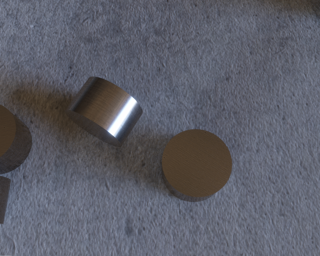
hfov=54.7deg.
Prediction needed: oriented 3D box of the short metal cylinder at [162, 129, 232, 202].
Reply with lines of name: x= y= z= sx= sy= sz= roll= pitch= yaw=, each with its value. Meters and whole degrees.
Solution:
short metal cylinder: x=0.042 y=0.047 z=0.378 sx=0.081 sy=0.050 sz=0.080 roll=0 pitch=70 yaw=0

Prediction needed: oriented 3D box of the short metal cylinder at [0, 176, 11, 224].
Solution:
short metal cylinder: x=-0.215 y=0.080 z=0.347 sx=0.081 sy=0.080 sz=0.050 roll=1 pitch=70 yaw=0

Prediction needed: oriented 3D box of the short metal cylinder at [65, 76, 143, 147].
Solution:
short metal cylinder: x=-0.069 y=-0.019 z=0.385 sx=0.080 sy=0.080 sz=0.050 roll=28 pitch=73 yaw=9

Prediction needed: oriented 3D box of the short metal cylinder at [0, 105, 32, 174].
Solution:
short metal cylinder: x=-0.210 y=0.014 z=0.387 sx=0.081 sy=0.050 sz=0.080 roll=0 pitch=70 yaw=0
